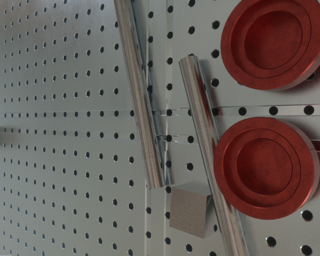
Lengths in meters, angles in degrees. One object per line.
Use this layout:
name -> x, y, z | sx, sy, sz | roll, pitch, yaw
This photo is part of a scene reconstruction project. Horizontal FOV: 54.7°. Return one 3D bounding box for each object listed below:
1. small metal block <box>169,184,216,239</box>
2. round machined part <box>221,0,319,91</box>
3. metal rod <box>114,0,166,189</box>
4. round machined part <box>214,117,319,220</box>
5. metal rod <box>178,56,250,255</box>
small metal block -> 0.040, 0.099, 0.376 | 0.050, 0.025, 0.050 | 6, 94, 40
round machined part -> 0.114, -0.084, 0.305 | 0.098, 0.042, 0.097 | 0, 90, 40
metal rod -> -0.032, -0.065, 0.435 | 0.025, 0.025, 0.299 | -18, 79, 38
round machined part -> 0.107, 0.038, 0.310 | 0.098, 0.042, 0.097 | 0, 90, 40
metal rod -> 0.067, 0.060, 0.353 | 0.025, 0.025, 0.299 | -21, 77, 38
